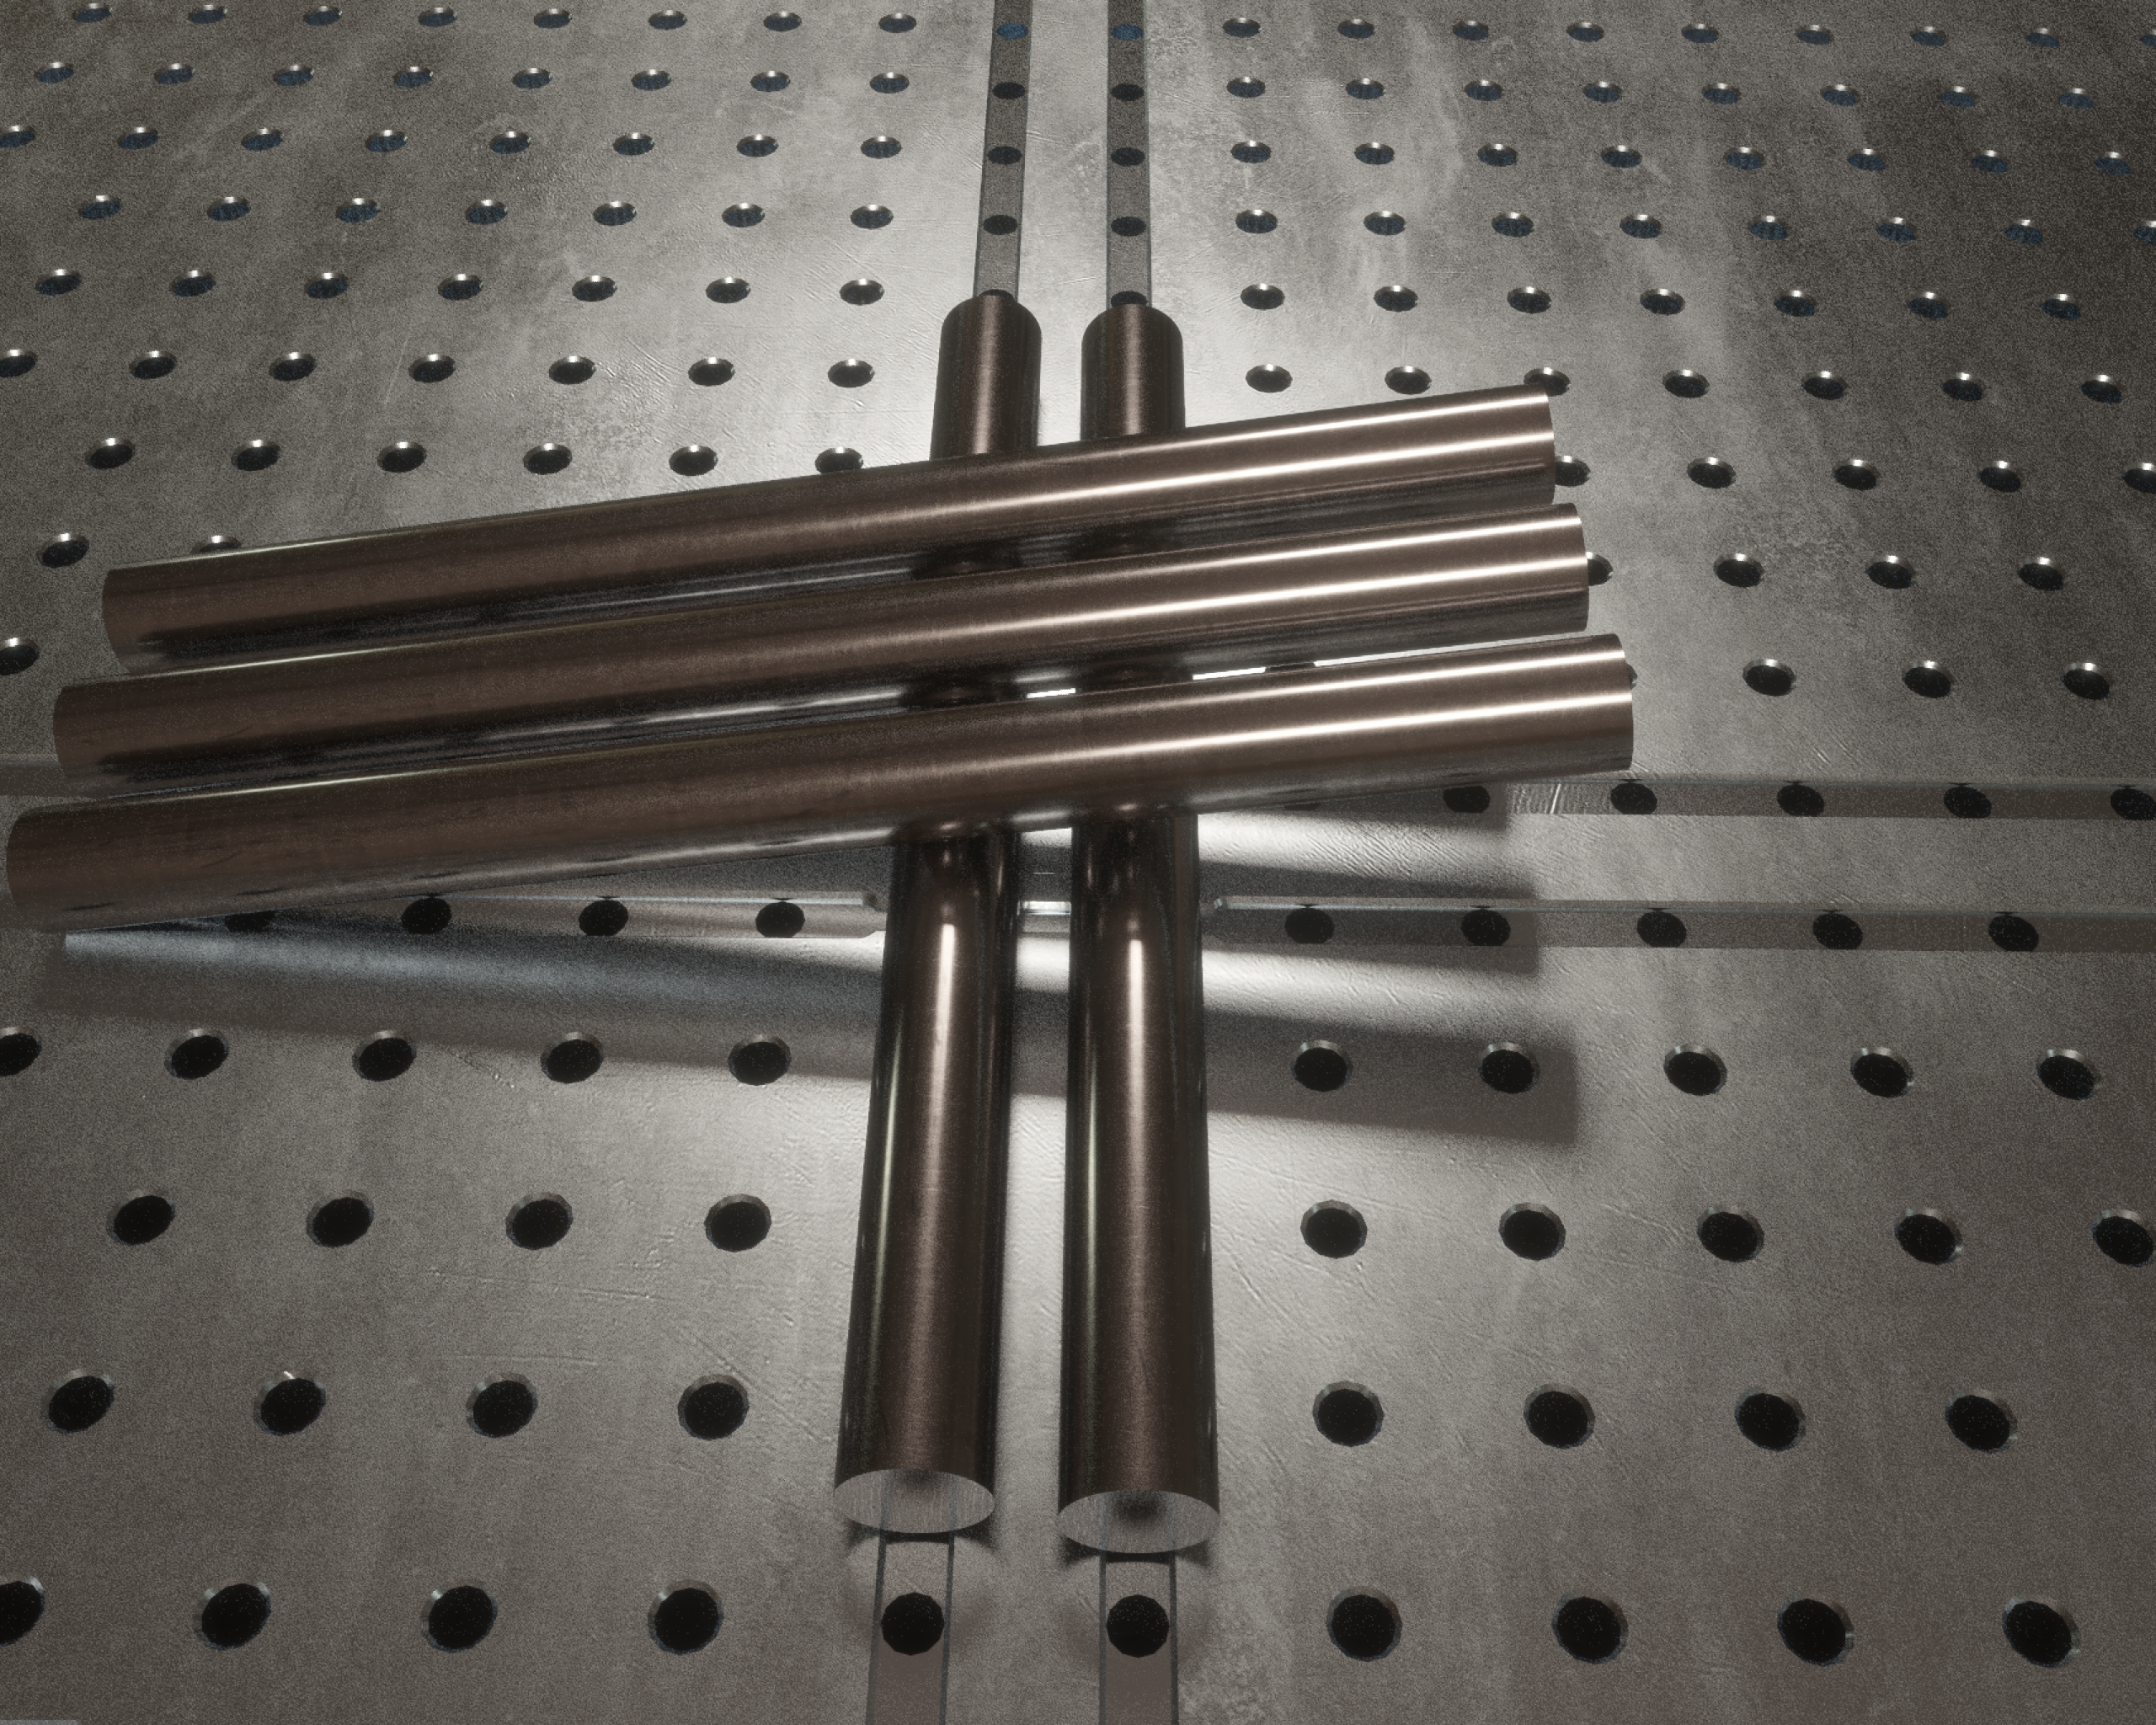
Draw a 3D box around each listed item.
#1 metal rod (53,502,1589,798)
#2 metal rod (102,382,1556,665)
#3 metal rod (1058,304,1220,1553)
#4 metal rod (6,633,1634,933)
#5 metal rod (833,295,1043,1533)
[{"bbox_3d":[-0.053,-0.041,0.415,0.302,0.025,0.025,-6,50,5],"label":"metal rod"},{"bbox_3d":[-0.054,-0.069,0.438,0.302,0.025,0.025,-6,50,4],"label":"metal rod"},{"bbox_3d":[0.011,-0.013,0.419,0.025,0.025,0.300,1,50,0],"label":"metal rod"},{"bbox_3d":[-0.051,-0.014,0.391,0.302,0.025,0.025,-6,50,5],"label":"metal rod"},{"bbox_3d":[-0.023,-0.015,0.420,0.025,0.025,0.300,1,50,0],"label":"metal rod"}]
